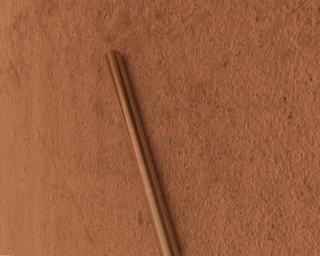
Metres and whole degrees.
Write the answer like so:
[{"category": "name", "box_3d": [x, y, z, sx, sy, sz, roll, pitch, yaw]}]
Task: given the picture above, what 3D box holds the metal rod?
[{"category": "metal rod", "box_3d": [-0.028, 0.029, 0.429, 0.025, 0.025, 0.299, -28, 73, 37]}]
